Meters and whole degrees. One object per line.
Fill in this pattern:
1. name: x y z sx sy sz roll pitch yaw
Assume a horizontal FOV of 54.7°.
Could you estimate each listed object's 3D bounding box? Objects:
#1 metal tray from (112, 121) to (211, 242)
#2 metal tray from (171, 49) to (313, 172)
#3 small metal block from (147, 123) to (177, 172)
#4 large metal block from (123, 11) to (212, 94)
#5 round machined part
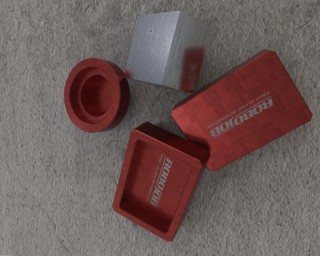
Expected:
1. metal tray: -0.003 0.068 0.381 0.090 0.030 0.129 25 119 15
2. metal tray: 0.091 -0.018 0.358 0.130 0.030 0.090 -32 100 17
3. small metal block: 0.001 0.028 0.409 0.050 0.025 0.050 37 102 16
4. large metal block: 0.007 -0.090 0.375 0.080 0.050 0.080 21 98 50
5. round machined part: -0.080 -0.043 0.422 0.098 0.042 0.097 1 93 30
